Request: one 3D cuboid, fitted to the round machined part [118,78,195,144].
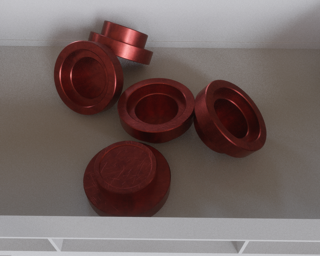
[{"bbox_3d":[-0.004,-0.018,0.407,0.099,0.042,0.098,-2,49,2],"label":"round machined part"}]

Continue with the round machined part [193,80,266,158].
[{"bbox_3d":[0.080,-0.008,0.382,0.099,0.042,0.098,20,51,-27],"label":"round machined part"}]

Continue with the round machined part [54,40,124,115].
[{"bbox_3d":[-0.093,-0.069,0.427,0.098,0.097,0.042,22,19,17],"label":"round machined part"}]

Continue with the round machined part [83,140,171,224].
[{"bbox_3d":[-0.037,0.053,0.349,0.099,0.042,0.098,0,50,0],"label":"round machined part"}]

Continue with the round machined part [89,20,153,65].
[{"bbox_3d":[-0.057,-0.132,0.471,0.099,0.042,0.098,18,13,-4],"label":"round machined part"}]
